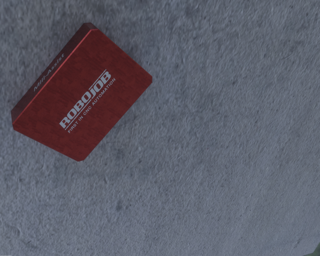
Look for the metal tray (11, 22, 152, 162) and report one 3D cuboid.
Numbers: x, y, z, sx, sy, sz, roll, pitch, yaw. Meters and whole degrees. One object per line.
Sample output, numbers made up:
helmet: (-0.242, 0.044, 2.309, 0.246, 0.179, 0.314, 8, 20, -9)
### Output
metal tray: (-0.083, -0.034, 0.337, 0.130, 0.030, 0.090, -48, 129, 6)
